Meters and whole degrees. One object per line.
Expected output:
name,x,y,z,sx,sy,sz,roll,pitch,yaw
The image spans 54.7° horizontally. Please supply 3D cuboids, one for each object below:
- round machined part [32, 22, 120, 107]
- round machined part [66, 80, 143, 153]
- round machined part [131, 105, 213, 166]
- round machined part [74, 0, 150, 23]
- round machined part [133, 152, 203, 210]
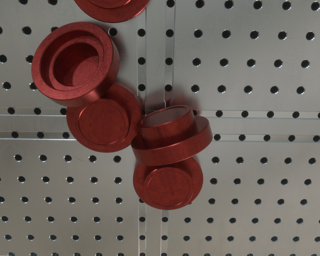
round machined part,-0.093,-0.070,0.360,0.098,0.042,0.098,-4,72,12
round machined part,-0.072,-0.012,0.399,0.099,0.042,0.097,0,110,-1
round machined part,0.011,0.003,0.376,0.098,0.098,0.042,-16,107,5
round machined part,-0.055,-0.167,0.342,0.099,0.042,0.097,0,110,-1
round machined part,0.012,0.074,0.432,0.099,0.042,0.097,0,110,-1
